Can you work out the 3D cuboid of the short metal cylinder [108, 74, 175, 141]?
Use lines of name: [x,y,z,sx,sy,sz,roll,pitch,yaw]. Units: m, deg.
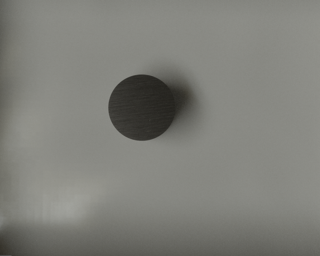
short metal cylinder: [-0.022,-0.025,0.397,0.080,0.050,0.080,0,90,0]
